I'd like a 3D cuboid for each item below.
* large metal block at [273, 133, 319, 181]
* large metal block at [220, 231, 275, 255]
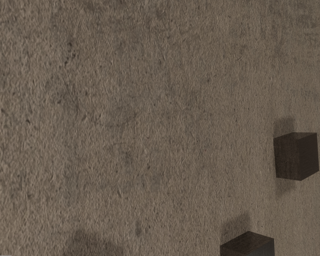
[{"bbox_3d":[0.276,0.054,0.624,0.081,0.050,0.079,-11,97,-40],"label":"large metal block"},{"bbox_3d":[0.148,0.229,0.516,0.081,0.050,0.079,-7,95,-40],"label":"large metal block"}]
